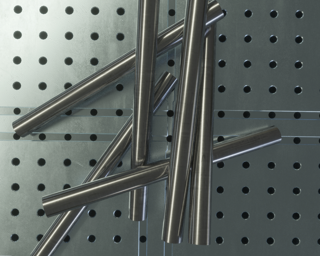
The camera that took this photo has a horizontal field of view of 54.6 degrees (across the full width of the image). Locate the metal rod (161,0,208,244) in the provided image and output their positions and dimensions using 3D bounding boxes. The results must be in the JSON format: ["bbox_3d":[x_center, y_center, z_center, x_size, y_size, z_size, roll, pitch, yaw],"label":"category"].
[{"bbox_3d":[0.030,-0.020,0.357,0.025,0.025,0.298,6,90,0],"label":"metal rod"}]

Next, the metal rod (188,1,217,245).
[{"bbox_3d":[0.053,-0.017,0.378,0.025,0.025,0.299,4,76,0],"label":"metal rod"}]

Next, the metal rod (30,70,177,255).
[{"bbox_3d":[-0.073,0.052,0.412,0.025,0.025,0.300,36,90,0],"label":"metal rod"}]

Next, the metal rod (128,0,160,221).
[{"bbox_3d":[-0.020,-0.027,0.381,0.025,0.025,0.298,4,103,0],"label":"metal rod"}]

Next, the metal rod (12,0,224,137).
[{"bbox_3d":[-0.057,-0.072,0.396,0.300,0.025,0.025,-30,90,6],"label":"metal rod"}]

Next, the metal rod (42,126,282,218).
[{"bbox_3d":[0.013,0.049,0.382,0.302,0.025,0.025,-16,90,-13],"label":"metal rod"}]
